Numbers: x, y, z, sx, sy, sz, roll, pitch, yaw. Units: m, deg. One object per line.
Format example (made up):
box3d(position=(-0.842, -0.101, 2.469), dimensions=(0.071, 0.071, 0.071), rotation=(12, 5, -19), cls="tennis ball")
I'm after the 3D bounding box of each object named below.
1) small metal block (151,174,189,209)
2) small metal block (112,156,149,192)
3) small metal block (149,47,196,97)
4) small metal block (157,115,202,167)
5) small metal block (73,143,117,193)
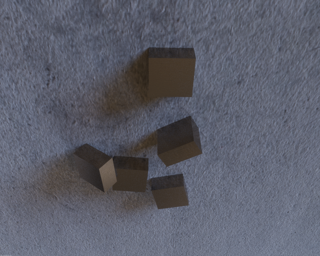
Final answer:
box3d(position=(0.017, 0.102, 0.494), dimensions=(0.050, 0.025, 0.050), rotation=(-9, 130, 7), cls="small metal block")
box3d(position=(-0.045, 0.070, 0.466), dimensions=(0.050, 0.025, 0.050), rotation=(5, 130, -5), cls="small metal block")
box3d(position=(0.013, -0.063, 0.354), dimensions=(0.050, 0.025, 0.050), rotation=(0, 130, -1), cls="small metal block")
box3d(position=(0.025, 0.017, 0.406), dimensions=(0.050, 0.050, 0.025), rotation=(-23, 127, 18), cls="small metal block")
box3d(position=(-0.091, 0.056, 0.438), dimensions=(0.050, 0.025, 0.050), rotation=(24, 137, 28), cls="small metal block")
